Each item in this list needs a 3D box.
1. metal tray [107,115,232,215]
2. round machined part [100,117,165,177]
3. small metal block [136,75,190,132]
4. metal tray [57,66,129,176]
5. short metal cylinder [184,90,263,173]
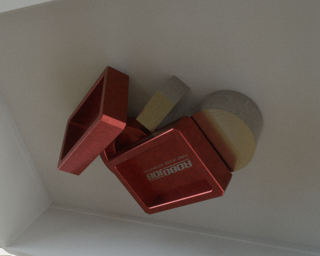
[{"bbox_3d":[0.007,0.050,0.368,0.130,0.030,0.090,-28,103,41],"label":"metal tray"},{"bbox_3d":[-0.034,0.027,0.430,0.098,0.042,0.097,13,124,20],"label":"round machined part"},{"bbox_3d":[0.004,-0.029,0.368,0.025,0.050,0.050,40,127,1],"label":"small metal block"},{"bbox_3d":[-0.088,-0.007,0.403,0.030,0.090,0.129,24,134,-28],"label":"metal tray"},{"bbox_3d":[0.072,0.004,0.353,0.080,0.050,0.079,13,124,20],"label":"short metal cylinder"}]
